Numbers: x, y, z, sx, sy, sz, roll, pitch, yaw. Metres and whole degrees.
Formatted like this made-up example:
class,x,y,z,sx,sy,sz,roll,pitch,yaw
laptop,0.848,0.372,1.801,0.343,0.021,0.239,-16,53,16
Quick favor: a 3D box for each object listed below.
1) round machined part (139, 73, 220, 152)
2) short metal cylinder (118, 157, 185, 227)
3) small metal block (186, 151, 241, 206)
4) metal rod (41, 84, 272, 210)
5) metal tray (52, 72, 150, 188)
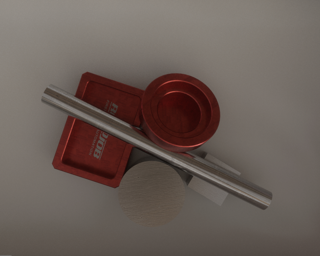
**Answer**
class,x,y,z,sx,sy,sz,roll,pitch,yaw
round machined part,0.022,-0.016,0.389,0.099,0.042,0.098,5,67,-12
short metal cylinder,-0.010,0.079,0.397,0.081,0.050,0.079,0,90,-1
small metal block,0.070,0.066,0.411,0.050,0.025,0.050,32,90,-1
metal rod,-0.001,0.025,0.381,0.301,0.025,0.025,26,90,-3
metal tray,-0.074,0.002,0.405,0.090,0.030,0.129,19,90,-1
